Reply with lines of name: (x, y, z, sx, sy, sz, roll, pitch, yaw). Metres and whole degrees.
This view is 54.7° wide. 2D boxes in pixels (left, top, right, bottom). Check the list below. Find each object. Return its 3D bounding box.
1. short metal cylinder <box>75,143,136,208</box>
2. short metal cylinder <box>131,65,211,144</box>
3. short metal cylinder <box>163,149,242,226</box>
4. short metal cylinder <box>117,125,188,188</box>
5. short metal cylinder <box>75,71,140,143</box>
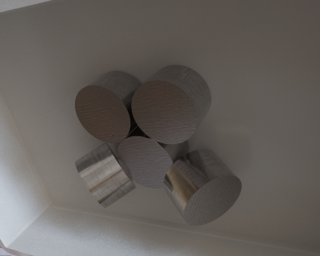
short metal cylinder: (-0.077, 0.067, 0.444, 0.050, 0.080, 0.080, -33, 104, -7)
short metal cylinder: (0.014, -0.028, 0.365, 0.080, 0.050, 0.079, 13, 124, 20)
short metal cylinder: (0.052, 0.072, 0.379, 0.050, 0.081, 0.079, 51, 143, 46)
short metal cylinder: (-0.009, 0.033, 0.412, 0.080, 0.050, 0.079, 13, 124, 20)
short metal cylinder: (-0.062, -0.028, 0.403, 0.080, 0.050, 0.079, 13, 124, 20)
